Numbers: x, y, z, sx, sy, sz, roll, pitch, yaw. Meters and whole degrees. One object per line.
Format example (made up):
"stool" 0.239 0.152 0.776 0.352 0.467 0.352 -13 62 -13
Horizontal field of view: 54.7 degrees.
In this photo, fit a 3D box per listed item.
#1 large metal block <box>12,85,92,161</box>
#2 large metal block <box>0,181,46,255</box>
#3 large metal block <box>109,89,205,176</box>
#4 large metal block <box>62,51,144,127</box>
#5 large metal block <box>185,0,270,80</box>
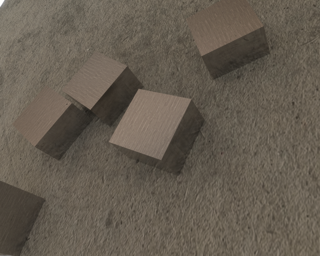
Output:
"large metal block" -0.168 -0.009 0.482 0.080 0.050 0.080 31 79 37
"large metal block" -0.214 0.116 0.410 0.050 0.080 0.080 5 65 31
"large metal block" -0.003 0.004 0.387 0.080 0.050 0.080 15 70 34
"large metal block" -0.087 -0.060 0.471 0.080 0.050 0.080 31 79 38
"large metal block" 0.090 -0.124 0.417 0.080 0.050 0.080 -24 53 13
